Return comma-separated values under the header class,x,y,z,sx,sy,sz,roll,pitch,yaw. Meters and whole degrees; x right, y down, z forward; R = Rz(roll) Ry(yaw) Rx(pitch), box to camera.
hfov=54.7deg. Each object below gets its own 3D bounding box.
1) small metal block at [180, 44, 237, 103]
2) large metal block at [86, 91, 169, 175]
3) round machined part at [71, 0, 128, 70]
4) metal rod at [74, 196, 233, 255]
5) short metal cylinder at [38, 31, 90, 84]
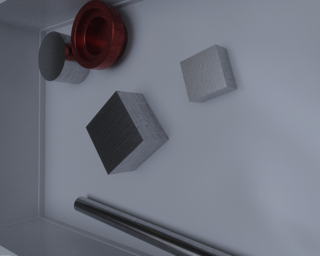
class,x,y,z,sx,sy,sz,roll,pitch,yaw
small metal block,0.056,-0.061,0.360,0.050,0.025,0.050,-20,78,38
large metal block,-0.047,0.007,0.427,0.080,0.050,0.080,-44,64,31
round machined part,-0.087,-0.136,0.464,0.098,0.042,0.097,2,93,40
metal rod,-0.016,0.141,0.417,0.300,0.025,0.025,8,95,39
short metal cylinder,-0.159,-0.116,0.519,0.080,0.050,0.079,0,90,39
